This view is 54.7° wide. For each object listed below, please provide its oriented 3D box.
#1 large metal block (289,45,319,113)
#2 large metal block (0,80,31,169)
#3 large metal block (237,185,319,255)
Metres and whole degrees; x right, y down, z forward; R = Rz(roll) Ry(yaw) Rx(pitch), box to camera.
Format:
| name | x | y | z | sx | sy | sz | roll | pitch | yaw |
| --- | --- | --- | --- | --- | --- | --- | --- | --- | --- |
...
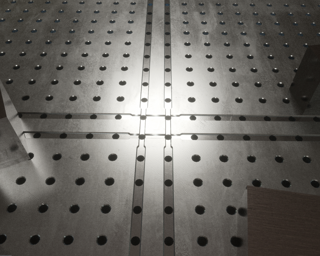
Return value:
| name | x | y | z | sx | sy | sz | roll | pitch | yaw |
| --- | --- | --- | --- | --- | --- | --- | --- | --- | --- |
| large metal block | 0.243 | -0.071 | 0.435 | 0.081 | 0.080 | 0.050 | -7 | 51 | -6 |
| large metal block | -0.202 | -0.006 | 0.374 | 0.050 | 0.080 | 0.080 | -20 | 53 | -16 |
| large metal block | 0.121 | 0.109 | 0.301 | 0.080 | 0.050 | 0.080 | 8 | 50 | 6 |
